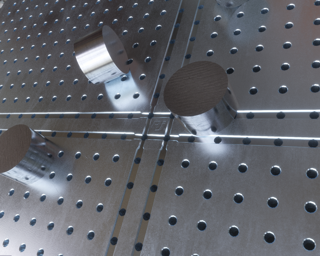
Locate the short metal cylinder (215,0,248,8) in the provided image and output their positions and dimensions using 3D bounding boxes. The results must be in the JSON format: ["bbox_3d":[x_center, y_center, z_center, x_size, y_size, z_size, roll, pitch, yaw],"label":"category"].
[{"bbox_3d":[0.104,-0.228,0.458,0.080,0.080,0.050,-32,52,7],"label":"short metal cylinder"}]

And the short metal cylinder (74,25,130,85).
[{"bbox_3d":[-0.090,-0.114,0.490,0.050,0.080,0.080,-20,54,17],"label":"short metal cylinder"}]

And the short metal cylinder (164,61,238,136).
[{"bbox_3d":[0.051,-0.036,0.387,0.080,0.050,0.080,-13,56,21],"label":"short metal cylinder"}]

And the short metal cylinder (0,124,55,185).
[{"bbox_3d":[-0.212,0.041,0.478,0.080,0.050,0.080,-13,56,21],"label":"short metal cylinder"}]
